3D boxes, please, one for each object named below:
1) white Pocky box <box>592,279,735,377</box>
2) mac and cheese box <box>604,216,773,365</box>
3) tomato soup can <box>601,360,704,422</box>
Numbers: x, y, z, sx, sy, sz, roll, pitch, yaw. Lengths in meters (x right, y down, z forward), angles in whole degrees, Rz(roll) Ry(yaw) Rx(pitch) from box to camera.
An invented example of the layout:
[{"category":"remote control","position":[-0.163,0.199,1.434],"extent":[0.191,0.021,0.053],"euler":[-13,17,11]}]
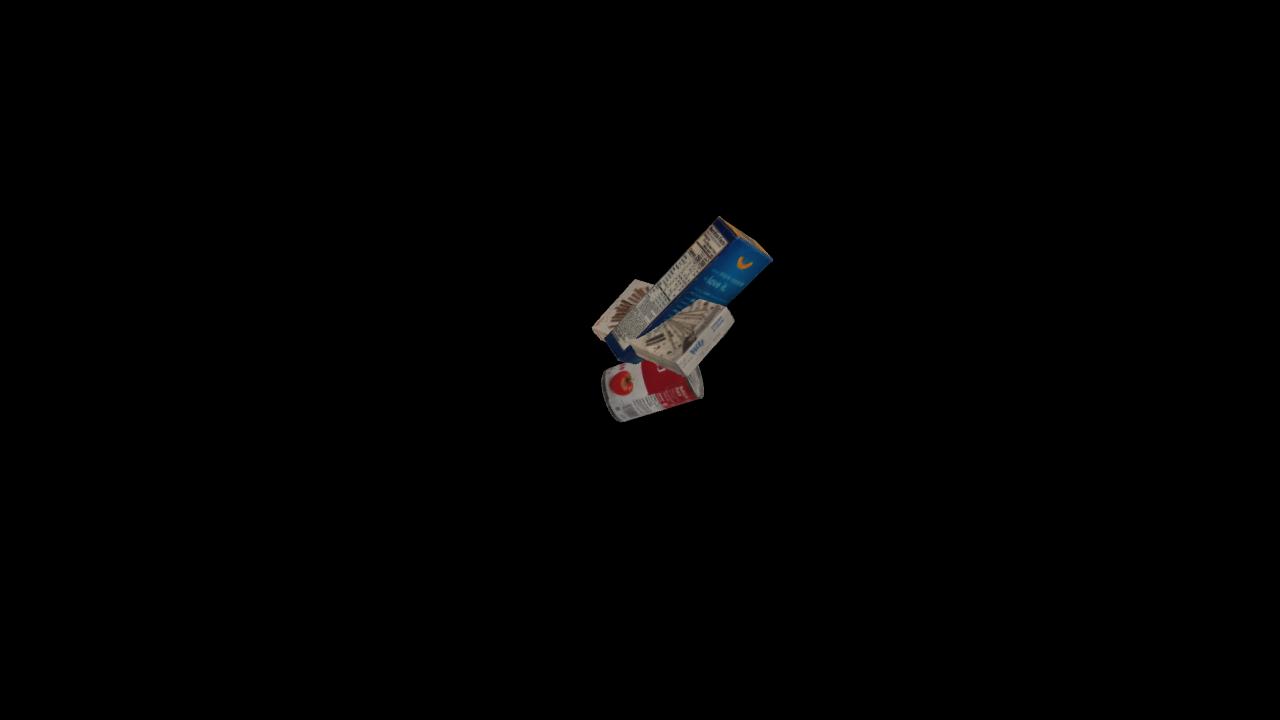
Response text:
[{"category":"white Pocky box","position":[0.021,-0.039,0.670],"extent":[0.154,0.084,0.028],"euler":[24,-22,48]},{"category":"mac and cheese box","position":[0.052,-0.066,0.674],"extent":[0.184,0.041,0.093],"euler":[-45,-30,20]},{"category":"tomato soup can","position":[0.014,0.027,0.704],"extent":[0.101,0.068,0.068],"euler":[-19,-6,18]}]
